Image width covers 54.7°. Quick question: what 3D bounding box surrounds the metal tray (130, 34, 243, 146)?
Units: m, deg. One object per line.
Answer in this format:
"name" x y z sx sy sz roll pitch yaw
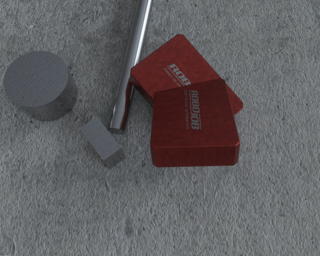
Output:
"metal tray" 0.034 -0.048 0.410 0.090 0.030 0.130 -40 87 -13

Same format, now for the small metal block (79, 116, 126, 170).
"small metal block" -0.070 0.020 0.387 0.025 0.050 0.050 -37 74 -12

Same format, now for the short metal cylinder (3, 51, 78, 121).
"short metal cylinder" -0.156 -0.055 0.413 0.081 0.050 0.080 0 70 0

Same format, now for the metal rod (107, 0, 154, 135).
"metal rod" -0.033 -0.134 0.456 0.025 0.025 0.299 9 70 3

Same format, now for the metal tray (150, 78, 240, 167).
"metal tray" 0.038 -0.012 0.367 0.091 0.030 0.130 -2 39 4
